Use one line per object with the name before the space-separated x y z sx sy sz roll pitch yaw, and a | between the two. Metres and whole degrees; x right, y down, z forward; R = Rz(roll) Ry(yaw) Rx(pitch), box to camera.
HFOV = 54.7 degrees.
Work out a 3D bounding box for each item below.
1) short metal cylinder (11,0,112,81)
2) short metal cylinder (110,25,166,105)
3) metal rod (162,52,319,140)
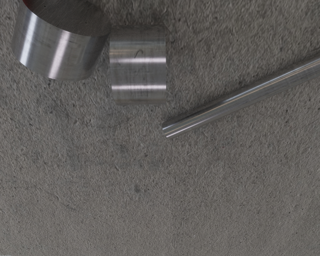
short metal cylinder | -0.093 -0.089 0.294 0.080 0.080 0.050 21 127 -17
short metal cylinder | -0.020 -0.064 0.317 0.050 0.080 0.079 -1 130 0
metal rod | 0.139 -0.054 0.362 0.300 0.025 0.025 -24 126 19
